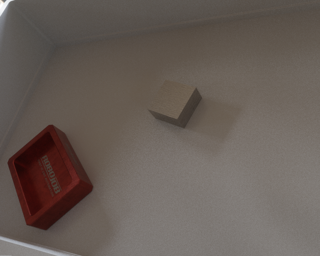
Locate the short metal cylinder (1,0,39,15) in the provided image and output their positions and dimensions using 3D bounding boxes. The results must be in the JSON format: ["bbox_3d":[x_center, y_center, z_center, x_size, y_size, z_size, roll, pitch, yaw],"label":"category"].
[{"bbox_3d":[-0.341,-0.319,0.743,0.080,0.080,0.050,-46,51,-4],"label":"short metal cylinder"}]

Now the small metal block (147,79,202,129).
[{"bbox_3d":[0.020,-0.033,0.414,0.050,0.025,0.050,21,72,35],"label":"small metal block"}]

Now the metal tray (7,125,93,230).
[{"bbox_3d":[-0.161,0.066,0.444,0.090,0.030,0.130,-41,51,0],"label":"metal tray"}]
